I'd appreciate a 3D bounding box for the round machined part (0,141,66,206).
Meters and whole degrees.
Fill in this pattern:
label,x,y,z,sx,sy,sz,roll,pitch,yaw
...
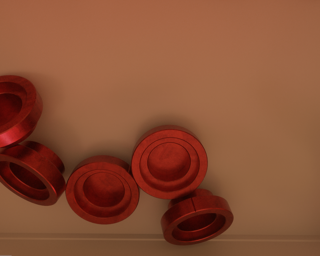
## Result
label,x,y,z,sx,sy,sz,roll,pitch,yaw
round machined part,-0.166,0.055,0.406,0.098,0.042,0.097,14,135,15

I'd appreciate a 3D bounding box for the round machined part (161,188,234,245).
label,x,y,z,sx,sy,sz,roll,pitch,yaw
round machined part,0.049,0.121,0.433,0.099,0.042,0.097,-9,136,-9

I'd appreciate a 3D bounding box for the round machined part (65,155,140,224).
label,x,y,z,sx,sy,sz,roll,pitch,yaw
round machined part,-0.076,0.081,0.431,0.099,0.042,0.097,0,110,0

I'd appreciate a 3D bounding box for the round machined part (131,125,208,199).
label,x,y,z,sx,sy,sz,roll,pitch,yaw
round machined part,0.011,0.042,0.415,0.099,0.042,0.097,-1,106,-3

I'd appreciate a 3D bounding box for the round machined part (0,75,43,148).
label,x,y,z,sx,sy,sz,roll,pitch,yaw
round machined part,-0.190,-0.015,0.374,0.099,0.098,0.042,-6,143,2
